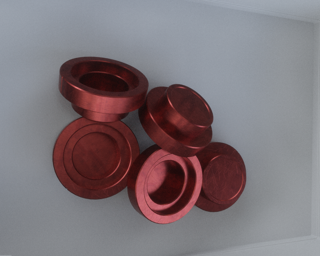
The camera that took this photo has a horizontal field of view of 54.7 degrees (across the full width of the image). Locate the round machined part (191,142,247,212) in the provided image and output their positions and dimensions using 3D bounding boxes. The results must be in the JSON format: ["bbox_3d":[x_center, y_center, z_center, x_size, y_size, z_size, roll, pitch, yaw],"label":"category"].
[{"bbox_3d":[0.079,0.068,0.430,0.099,0.042,0.097,0,90,-21],"label":"round machined part"}]

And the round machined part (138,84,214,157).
[{"bbox_3d":[0.026,-0.016,0.381,0.099,0.042,0.098,24,40,-22],"label":"round machined part"}]

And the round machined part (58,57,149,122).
[{"bbox_3d":[-0.066,-0.042,0.357,0.099,0.098,0.042,3,125,-20],"label":"round machined part"}]

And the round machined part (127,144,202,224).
[{"bbox_3d":[0.002,0.066,0.389,0.099,0.042,0.097,-5,99,-33],"label":"round machined part"}]

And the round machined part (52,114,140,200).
[{"bbox_3d":[-0.077,0.033,0.371,0.099,0.042,0.097,0,90,-21],"label":"round machined part"}]
